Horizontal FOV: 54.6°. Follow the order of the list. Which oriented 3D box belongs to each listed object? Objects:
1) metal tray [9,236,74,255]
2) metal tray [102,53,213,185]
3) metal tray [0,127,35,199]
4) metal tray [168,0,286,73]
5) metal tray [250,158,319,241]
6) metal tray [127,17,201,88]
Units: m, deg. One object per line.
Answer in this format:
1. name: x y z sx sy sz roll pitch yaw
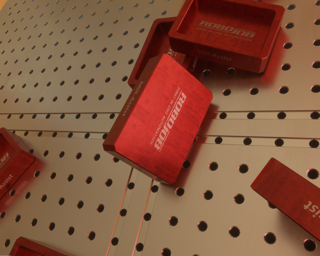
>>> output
1. metal tray: -0.158 0.205 0.363 0.090 0.030 0.130 6 64 31
2. metal tray: 0.002 -0.011 0.369 0.030 0.090 0.130 -2 57 57
3. metal tray: -0.276 0.072 0.507 0.090 0.030 0.130 33 80 38
4. metal tray: 0.088 -0.132 0.415 0.130 0.030 0.090 19 69 17
5. metal tray: 0.143 0.079 0.240 0.130 0.090 0.030 39 97 39
6. metal tray: 0.015 -0.109 0.464 0.090 0.030 0.130 6 64 31
